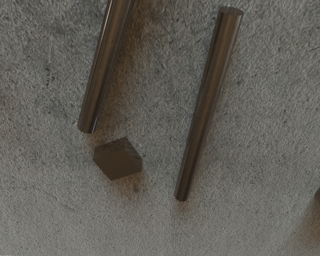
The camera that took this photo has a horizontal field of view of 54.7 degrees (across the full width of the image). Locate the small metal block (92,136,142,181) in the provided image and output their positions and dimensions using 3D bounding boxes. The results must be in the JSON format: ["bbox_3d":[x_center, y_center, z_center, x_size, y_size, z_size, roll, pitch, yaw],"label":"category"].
[{"bbox_3d":[-0.060,0.045,0.445,0.050,0.025,0.050,-20,128,15],"label":"small metal block"}]

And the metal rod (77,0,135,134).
[{"bbox_3d":[-0.045,-0.108,0.314,0.025,0.025,0.298,15,129,-13],"label":"metal rod"}]

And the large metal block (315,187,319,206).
[{"bbox_3d":[0.306,0.102,0.483,0.081,0.050,0.079,5,130,-5],"label":"large metal block"}]

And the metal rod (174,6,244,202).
[{"bbox_3d":[0.053,-0.004,0.404,0.025,0.025,0.298,5,130,-5],"label":"metal rod"}]
